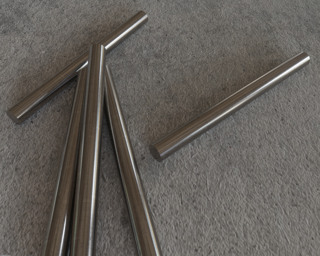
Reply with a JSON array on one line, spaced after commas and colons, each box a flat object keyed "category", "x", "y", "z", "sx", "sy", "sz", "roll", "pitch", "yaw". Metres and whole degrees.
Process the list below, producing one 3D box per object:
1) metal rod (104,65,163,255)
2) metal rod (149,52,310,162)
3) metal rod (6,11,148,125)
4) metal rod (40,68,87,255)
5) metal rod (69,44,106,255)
[{"category": "metal rod", "x": -0.047, "y": 0.024, "z": 0.382, "sx": 0.025, "sy": 0.025, "sz": 0.300, "roll": -12, "pitch": 51, "yaw": -10}, {"category": "metal rod", "x": 0.112, "y": -0.040, "z": 0.438, "sx": 0.302, "sy": 0.025, "sz": 0.025, "roll": -31, "pitch": 57, "yaw": -24}, {"category": "metal rod", "x": -0.114, "y": -0.110, "z": 0.493, "sx": 0.025, "sy": 0.025, "sz": 0.301, "roll": 26, "pitch": 55, "yaw": 20}, {"category": "metal rod", "x": -0.106, "y": 0.034, "z": 0.373, "sx": 0.025, "sy": 0.025, "sz": 0.300, "roll": -1, "pitch": 50, "yaw": -2}, {"category": "metal rod", "x": -0.084, "y": 0.007, "z": 0.378, "sx": 0.025, "sy": 0.025, "sz": 0.299, "roll": -3, "pitch": 55, "yaw": -3}]
